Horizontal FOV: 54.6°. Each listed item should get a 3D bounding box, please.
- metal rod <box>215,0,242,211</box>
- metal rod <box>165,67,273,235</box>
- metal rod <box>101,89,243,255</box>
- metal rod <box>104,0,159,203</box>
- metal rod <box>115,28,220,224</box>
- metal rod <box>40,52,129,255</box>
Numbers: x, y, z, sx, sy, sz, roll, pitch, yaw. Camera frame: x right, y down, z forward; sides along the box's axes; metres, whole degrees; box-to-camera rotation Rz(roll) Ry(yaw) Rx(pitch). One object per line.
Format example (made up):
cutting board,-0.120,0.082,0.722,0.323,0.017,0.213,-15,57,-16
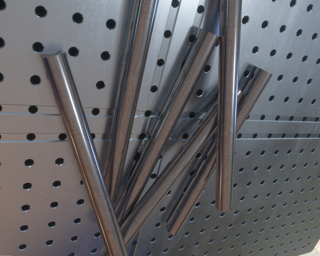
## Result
metal rod,0.089,-0.023,0.409,0.025,0.025,0.298,-12,113,-22
metal rod,0.084,0.046,0.484,0.025,0.025,0.298,15,111,-34
metal rod,0.016,0.065,0.439,0.025,0.025,0.299,36,92,-39
metal rod,-0.039,-0.034,0.368,0.025,0.025,0.298,0,119,-28
metal rod,-0.001,0.014,0.418,0.025,0.025,0.298,13,111,-34
metal rod,-0.079,0.061,0.368,0.025,0.025,0.298,-19,115,-17
